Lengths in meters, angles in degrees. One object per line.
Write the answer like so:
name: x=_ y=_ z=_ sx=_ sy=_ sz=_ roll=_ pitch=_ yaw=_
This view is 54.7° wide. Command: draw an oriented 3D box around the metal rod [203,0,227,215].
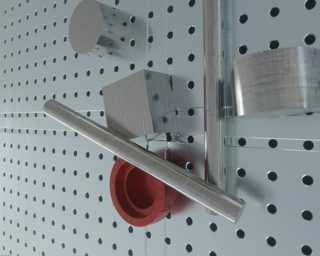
metal rod: x=0.063 y=-0.052 z=0.357 sx=0.025 sy=0.025 sz=0.298 roll=-1 pitch=89 yaw=40

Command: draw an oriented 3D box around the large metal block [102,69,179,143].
large metal block: x=-0.028 y=-0.025 z=0.416 sx=0.080 sy=0.050 sz=0.080 roll=-15 pitch=80 yaw=39

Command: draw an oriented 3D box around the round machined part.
round machined part: x=-0.019 y=0.078 z=0.414 sx=0.098 sy=0.042 sz=0.097 roll=0 pitch=90 yaw=40

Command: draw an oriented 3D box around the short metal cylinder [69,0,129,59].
short metal cylinder: x=-0.094 y=-0.148 z=0.471 sx=0.080 sy=0.050 sz=0.080 roll=0 pitch=90 yaw=40

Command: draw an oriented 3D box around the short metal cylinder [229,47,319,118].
short metal cylinder: x=0.107 y=-0.038 z=0.285 sx=0.080 sy=0.081 sz=0.050 roll=-7 pitch=86 yaw=40

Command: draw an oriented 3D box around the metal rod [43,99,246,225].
metal rod: x=-0.039 y=0.028 z=0.381 sx=0.300 sy=0.025 sz=0.025 roll=26 pitch=107 yaw=27
